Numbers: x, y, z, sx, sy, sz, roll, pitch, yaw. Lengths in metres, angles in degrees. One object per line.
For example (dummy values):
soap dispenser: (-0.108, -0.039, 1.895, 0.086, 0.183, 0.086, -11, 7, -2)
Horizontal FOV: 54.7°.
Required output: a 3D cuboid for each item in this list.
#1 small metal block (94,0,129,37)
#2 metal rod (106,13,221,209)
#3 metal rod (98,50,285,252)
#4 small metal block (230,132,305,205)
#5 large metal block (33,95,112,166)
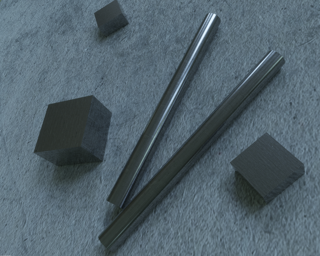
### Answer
small metal block: (-0.091, -0.204, 0.574, 0.050, 0.025, 0.050, -28, 52, 10)
metal rod: (0.012, -0.034, 0.417, 0.025, 0.025, 0.300, 16, 70, 34)
metal rod: (0.041, 0.023, 0.367, 0.300, 0.025, 0.025, -47, 52, -5)
small metal block: (0.110, 0.041, 0.320, 0.050, 0.025, 0.050, -40, 51, 0)
large metal block: (-0.123, 0.006, 0.447, 0.080, 0.050, 0.080, -8, 58, 23)
